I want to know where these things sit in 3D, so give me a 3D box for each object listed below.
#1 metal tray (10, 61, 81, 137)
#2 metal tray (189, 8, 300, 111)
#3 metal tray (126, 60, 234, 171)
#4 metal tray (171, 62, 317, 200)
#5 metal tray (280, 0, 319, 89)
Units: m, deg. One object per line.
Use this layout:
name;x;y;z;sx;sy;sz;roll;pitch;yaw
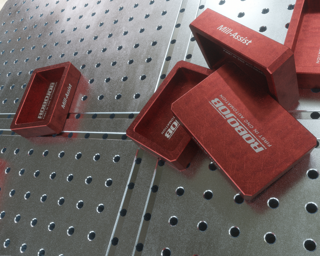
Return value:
metal tray;-0.198;-0.050;0.541;0.090;0.030;0.130;-5;59;25
metal tray;0.097;-0.078;0.363;0.030;0.090;0.130;-43;51;-1
metal tray;0.027;-0.021;0.404;0.090;0.030;0.130;28;77;37
metal tray;0.085;0.000;0.336;0.090;0.030;0.130;-37;65;-3
metal tray;0.200;-0.108;0.366;0.090;0.030;0.130;9;66;32
